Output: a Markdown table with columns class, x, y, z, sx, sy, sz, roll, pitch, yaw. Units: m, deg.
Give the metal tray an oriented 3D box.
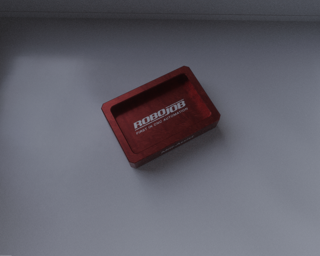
| class | x | y | z | sx | sy | sz | roll | pitch | yaw |
| --- | --- | --- | --- | --- | --- | --- | --- | --- | --- |
| metal tray | 0.001 | -0.016 | 0.410 | 0.131 | 0.030 | 0.090 | -27 | 73 | -10 |
